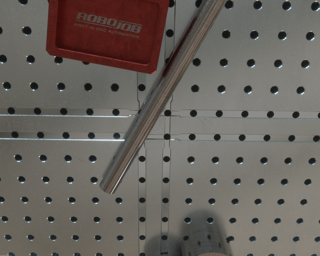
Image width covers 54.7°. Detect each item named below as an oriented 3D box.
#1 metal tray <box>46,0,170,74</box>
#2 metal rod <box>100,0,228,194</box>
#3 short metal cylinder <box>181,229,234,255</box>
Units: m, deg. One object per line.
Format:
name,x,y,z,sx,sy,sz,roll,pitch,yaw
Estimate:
metal tray,-0.061,-0.121,0.365,0.131,0.030,0.089,10,110,-4
metal rod,-0.002,-0.036,0.399,0.025,0.025,0.298,27,108,-10
short metal cylinder,0.075,0.205,0.477,0.081,0.050,0.079,0,110,-1
